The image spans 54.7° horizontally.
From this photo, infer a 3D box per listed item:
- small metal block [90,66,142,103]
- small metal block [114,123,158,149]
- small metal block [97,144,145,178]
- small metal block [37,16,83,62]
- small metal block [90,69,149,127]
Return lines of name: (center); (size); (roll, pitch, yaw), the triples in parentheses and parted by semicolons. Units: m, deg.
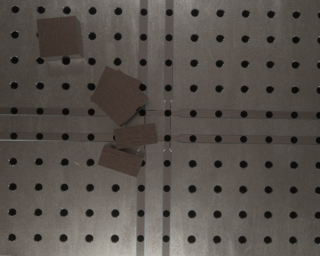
small metal block: (-0.057, -0.048, 0.413); (0.050, 0.025, 0.050); (24, 90, -1)
small metal block: (-0.030, 0.010, 0.401); (0.050, 0.050, 0.025); (-9, 90, -1)
small metal block: (-0.048, 0.040, 0.400); (0.050, 0.050, 0.025); (19, 90, -1)
small metal block: (-0.132, -0.118, 0.412); (0.050, 0.025, 0.050); (-5, 90, -1)
small metal block: (-0.050, -0.037, 0.388); (0.050, 0.025, 0.050); (45, 90, -1)
